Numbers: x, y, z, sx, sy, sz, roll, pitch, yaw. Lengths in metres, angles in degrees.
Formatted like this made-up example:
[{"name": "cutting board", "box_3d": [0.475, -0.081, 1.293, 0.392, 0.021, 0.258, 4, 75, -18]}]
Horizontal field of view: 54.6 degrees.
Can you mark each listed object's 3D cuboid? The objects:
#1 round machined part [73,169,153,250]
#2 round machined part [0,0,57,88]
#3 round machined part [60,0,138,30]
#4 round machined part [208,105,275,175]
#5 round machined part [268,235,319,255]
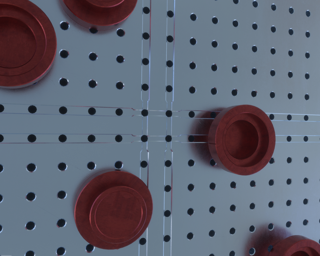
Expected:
[{"name": "round machined part", "box_3d": [-0.055, 0.102, 0.383, 0.099, 0.042, 0.097, 0, 90, -20]}, {"name": "round machined part", "box_3d": [-0.166, -0.092, 0.342, 0.099, 0.042, 0.097, 0, 90, -20]}, {"name": "round machined part", "box_3d": [-0.073, -0.173, 0.376, 0.099, 0.042, 0.097, 0, 90, -20]}, {"name": "round machined part", "box_3d": [0.112, 0.016, 0.444, 0.099, 0.042, 0.097, 0, 90, -20]}, {"name": "round machined part", "box_3d": [0.207, 0.214, 0.480, 0.099, 0.042, 0.097, 0, 90, -20]}]
